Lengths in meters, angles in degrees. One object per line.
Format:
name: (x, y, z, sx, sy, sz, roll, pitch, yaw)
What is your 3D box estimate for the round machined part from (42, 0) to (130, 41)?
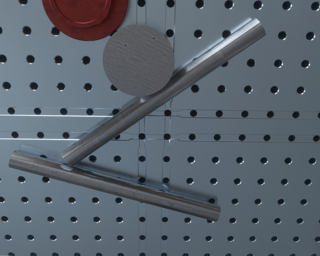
round machined part: (-0.085, -0.148, 0.349, 0.099, 0.042, 0.097, 0, 110, -1)

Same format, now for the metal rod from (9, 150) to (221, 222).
metal rod: (-0.058, 0.085, 0.443, 0.302, 0.025, 0.025, 16, 109, -7)

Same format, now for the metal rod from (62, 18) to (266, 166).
metal rod: (-0.003, -0.040, 0.398, 0.300, 0.025, 0.025, -34, 107, 11)

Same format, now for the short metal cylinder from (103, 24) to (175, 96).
short metal cylinder: (-0.024, -0.083, 0.369, 0.081, 0.050, 0.079, 0, 110, -1)
